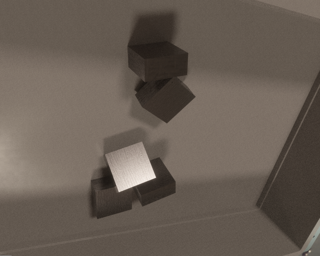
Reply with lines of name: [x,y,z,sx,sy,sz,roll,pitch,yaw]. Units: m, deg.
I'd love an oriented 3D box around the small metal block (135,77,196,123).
small metal block: [0.007,-0.040,0.381,0.050,0.025,0.050,-43,138,14]

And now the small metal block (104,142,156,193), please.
small metal block: [-0.040,0.051,0.402,0.050,0.050,0.025,-19,171,-18]

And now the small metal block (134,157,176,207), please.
small metal block: [-0.012,0.074,0.431,0.050,0.050,0.025,-19,134,-18]

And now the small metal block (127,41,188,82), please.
small metal block: [-0.003,-0.075,0.345,0.050,0.050,0.025,-13,124,-22]

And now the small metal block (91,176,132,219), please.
small metal block: [-0.067,0.094,0.431,0.050,0.025,0.050,-11,123,-23]
